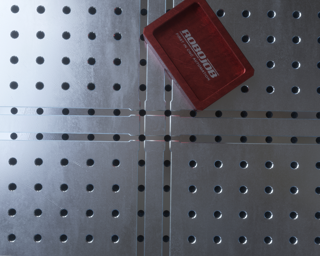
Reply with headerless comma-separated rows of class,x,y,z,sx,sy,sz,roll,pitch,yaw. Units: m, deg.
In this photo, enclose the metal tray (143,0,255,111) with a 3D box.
metal tray,0.050,-0.098,0.411,0.090,0.030,0.130,-35,90,-1
